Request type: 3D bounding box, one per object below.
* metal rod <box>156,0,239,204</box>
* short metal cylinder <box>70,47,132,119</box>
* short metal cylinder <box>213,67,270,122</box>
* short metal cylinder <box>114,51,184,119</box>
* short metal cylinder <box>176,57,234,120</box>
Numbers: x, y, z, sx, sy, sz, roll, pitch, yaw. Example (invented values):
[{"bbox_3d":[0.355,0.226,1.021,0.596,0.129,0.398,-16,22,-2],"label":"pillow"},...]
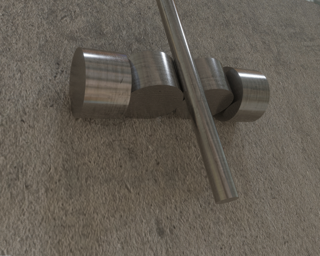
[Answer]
[{"bbox_3d":[0.038,-0.057,0.381,0.025,0.025,0.299,1,61,-28],"label":"metal rod"},{"bbox_3d":[-0.072,-0.051,0.362,0.050,0.080,0.080,1,62,-28],"label":"short metal cylinder"},{"bbox_3d":[0.115,-0.049,0.461,0.050,0.080,0.080,1,62,-28],"label":"short metal cylinder"},{"bbox_3d":[-0.015,-0.052,0.394,0.081,0.080,0.050,1,62,-28],"label":"short metal cylinder"},{"bbox_3d":[0.056,-0.053,0.431,0.081,0.080,0.050,1,62,-28],"label":"short metal cylinder"}]
